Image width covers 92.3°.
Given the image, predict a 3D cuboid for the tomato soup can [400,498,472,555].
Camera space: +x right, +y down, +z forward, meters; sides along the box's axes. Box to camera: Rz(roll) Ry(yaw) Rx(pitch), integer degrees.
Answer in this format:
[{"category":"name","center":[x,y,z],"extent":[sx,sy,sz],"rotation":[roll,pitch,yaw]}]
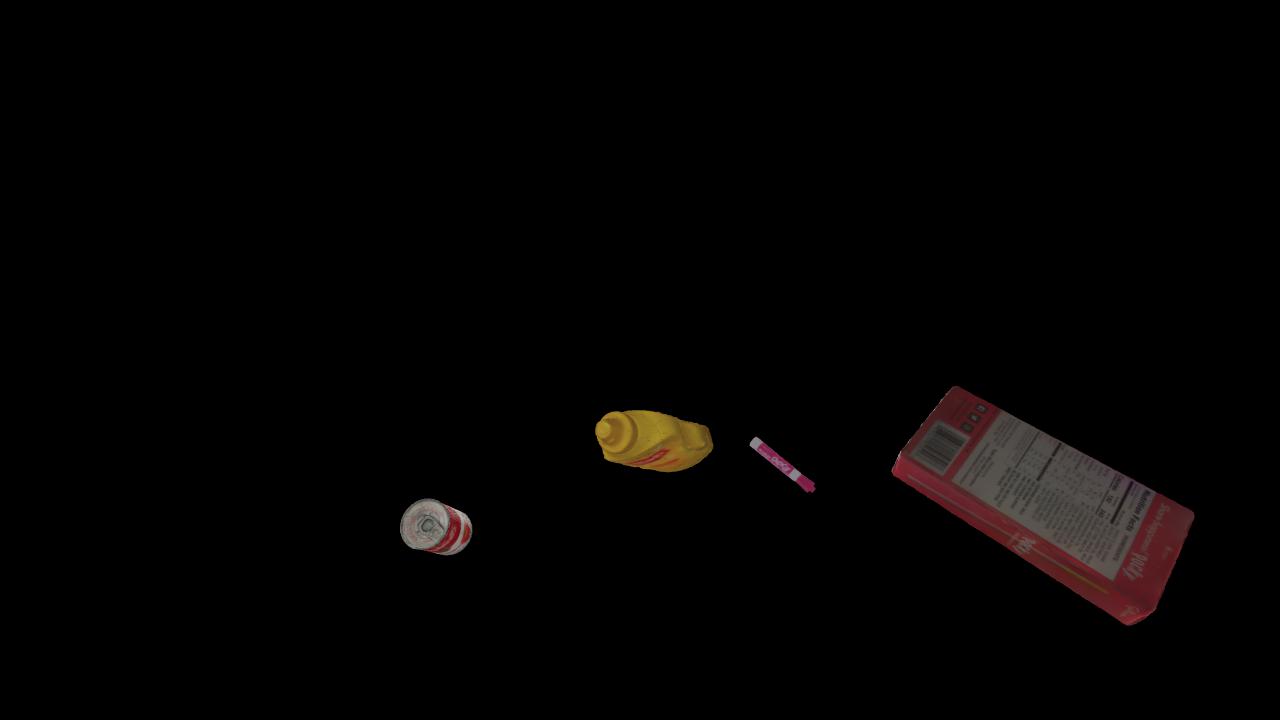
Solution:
[{"category":"tomato soup can","center":[-0.283,0.236,0.863],"extent":[0.068,0.068,0.101],"rotation":[0,-22,4]}]

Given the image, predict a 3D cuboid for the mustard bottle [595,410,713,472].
[{"category":"mustard bottle","center":[0.006,0.087,0.673],"extent":[0.092,0.054,0.184],"rotation":[-16,-21,24]}]

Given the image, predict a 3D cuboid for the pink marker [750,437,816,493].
[{"category":"pink marker","center":[0.223,0.164,0.961],"extent":[0.121,0.020,0.020],"rotation":[39,22,29]}]

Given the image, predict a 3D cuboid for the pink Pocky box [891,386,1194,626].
[{"category":"pink Pocky box","center":[0.257,0.087,0.403],"extent":[0.155,0.029,0.084],"rotation":[34,59,29]}]
